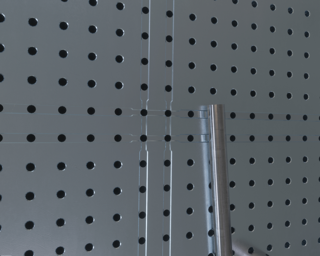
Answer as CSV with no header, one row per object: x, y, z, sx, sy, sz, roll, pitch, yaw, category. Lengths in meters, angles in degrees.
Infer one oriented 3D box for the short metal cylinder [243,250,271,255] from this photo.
0.154,0.230,0.457,0.081,0.050,0.079,0,90,-20,short metal cylinder

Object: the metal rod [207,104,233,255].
0.088,0.116,0.445,0.025,0.025,0.298,-4,91,-20,metal rod
